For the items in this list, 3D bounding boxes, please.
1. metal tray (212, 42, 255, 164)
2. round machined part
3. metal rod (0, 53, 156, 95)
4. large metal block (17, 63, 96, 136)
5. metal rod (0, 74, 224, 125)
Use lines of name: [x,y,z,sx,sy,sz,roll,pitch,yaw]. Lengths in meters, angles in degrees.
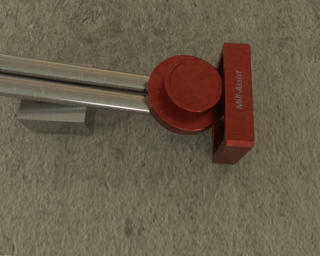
metal tray: [0.087,-0.028,0.385,0.030,0.090,0.130,3,70,1]
round machined part: [0.035,-0.044,0.365,0.099,0.042,0.098,3,72,-11]
metal rod: [-0.064,-0.060,0.382,0.302,0.025,0.025,7,70,-12]
large metal block: [-0.128,-0.038,0.404,0.081,0.050,0.080,3,70,1]
metal rod: [-0.066,-0.034,0.373,0.302,0.025,0.025,7,70,-11]
